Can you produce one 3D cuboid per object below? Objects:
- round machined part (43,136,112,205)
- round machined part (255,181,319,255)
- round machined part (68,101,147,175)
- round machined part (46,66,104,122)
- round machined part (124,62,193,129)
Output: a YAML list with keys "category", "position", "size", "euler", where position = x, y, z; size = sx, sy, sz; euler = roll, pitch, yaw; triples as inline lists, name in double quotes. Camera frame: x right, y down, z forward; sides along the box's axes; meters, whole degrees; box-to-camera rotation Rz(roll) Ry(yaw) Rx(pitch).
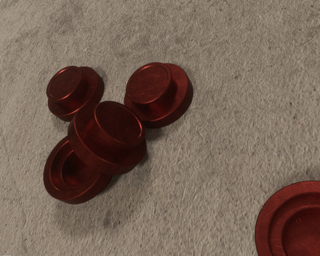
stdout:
- category: "round machined part"
  position: [-0.101, 0.054, 0.411]
  size: [0.098, 0.042, 0.098]
  euler: [-13, 56, 20]
- category: "round machined part"
  position: [0.134, 0.098, 0.262]
  size: [0.098, 0.042, 0.098]
  euler: [-13, 56, 20]
- category: "round machined part"
  position: [-0.057, 0.005, 0.378]
  size: [0.042, 0.099, 0.098]
  euler: [-49, 44, 33]
- category: "round machined part"
  position: [-0.144, -0.062, 0.505]
  size: [0.098, 0.042, 0.098]
  euler: [-13, 56, 20]
- category: "round machined part"
  position: [-0.008, -0.051, 0.427]
  size: [0.098, 0.042, 0.098]
  euler: [-13, 56, 20]
